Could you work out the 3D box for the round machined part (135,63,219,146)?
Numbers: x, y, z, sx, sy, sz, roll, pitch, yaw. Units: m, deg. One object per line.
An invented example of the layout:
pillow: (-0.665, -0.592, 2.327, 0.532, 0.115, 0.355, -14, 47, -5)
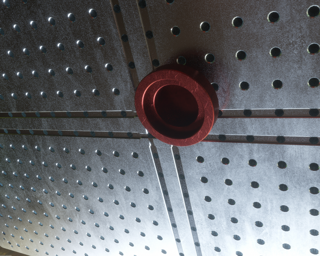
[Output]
round machined part: (0.023, -0.030, 0.370, 0.098, 0.042, 0.097, 13, 124, 21)
